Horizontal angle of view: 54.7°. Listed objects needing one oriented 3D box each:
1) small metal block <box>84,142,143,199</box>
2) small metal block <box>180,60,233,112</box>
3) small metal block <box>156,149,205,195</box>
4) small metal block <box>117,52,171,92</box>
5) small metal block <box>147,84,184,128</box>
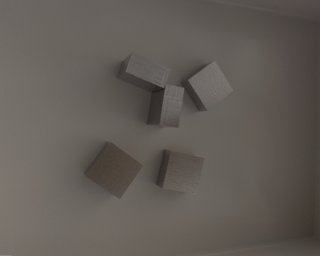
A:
[{"bbox_3d":[-0.058,0.052,0.389,0.050,0.025,0.050,38,78,-16],"label":"small metal block"},{"bbox_3d":[0.066,-0.058,0.434,0.050,0.025,0.050,-38,102,-16],"label":"small metal block"},{"bbox_3d":[0.027,0.059,0.421,0.050,0.025,0.050,15,85,-20],"label":"small metal block"},{"bbox_3d":[-0.022,-0.068,0.389,0.050,0.050,0.025,21,83,-19],"label":"small metal block"},{"bbox_3d":[0.006,-0.027,0.399,0.025,0.050,0.050,9,87,-20],"label":"small metal block"}]
